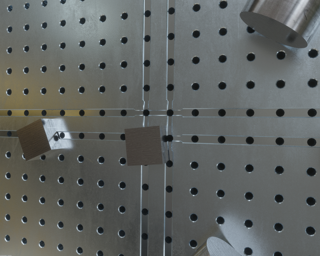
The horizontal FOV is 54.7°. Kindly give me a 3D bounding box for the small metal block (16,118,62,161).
[{"bbox_3d":[-0.187,0.018,0.478,0.050,0.025,0.050,-23,82,18],"label":"small metal block"}]

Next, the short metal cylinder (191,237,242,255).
[{"bbox_3d":[0.069,0.175,0.359,0.080,0.080,0.050,43,104,15],"label":"short metal cylinder"}]

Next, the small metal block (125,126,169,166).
[{"bbox_3d":[-0.018,0.024,0.419,0.050,0.025,0.050,-5,88,19],"label":"small metal block"}]

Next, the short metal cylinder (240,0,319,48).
[{"bbox_3d":[0.135,-0.128,0.336,0.080,0.080,0.050,32,100,17],"label":"short metal cylinder"}]
